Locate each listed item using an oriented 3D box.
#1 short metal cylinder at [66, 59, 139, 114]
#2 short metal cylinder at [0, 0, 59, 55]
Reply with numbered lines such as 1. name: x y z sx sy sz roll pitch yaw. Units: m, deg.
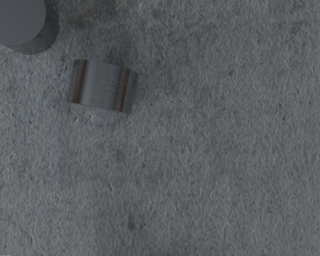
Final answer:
1. short metal cylinder: -0.070 -0.049 0.382 0.080 0.080 0.050 11 90 -1
2. short metal cylinder: -0.177 -0.139 0.395 0.081 0.050 0.079 0 90 -1
